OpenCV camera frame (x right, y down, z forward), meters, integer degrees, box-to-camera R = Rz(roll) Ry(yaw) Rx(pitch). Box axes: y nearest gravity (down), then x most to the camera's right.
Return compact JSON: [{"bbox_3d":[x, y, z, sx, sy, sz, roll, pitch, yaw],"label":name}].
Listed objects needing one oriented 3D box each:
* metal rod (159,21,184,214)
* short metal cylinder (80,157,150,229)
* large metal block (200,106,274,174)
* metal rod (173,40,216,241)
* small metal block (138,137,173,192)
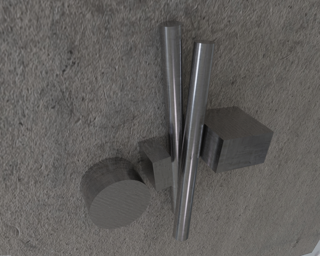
[{"bbox_3d":[0.021,0.009,0.424,0.025,0.025,0.298,-17,126,-19],"label":"metal rod"},{"bbox_3d":[-0.060,0.086,0.411,0.081,0.050,0.079,-14,124,-21],"label":"short metal cylinder"},{"bbox_3d":[0.093,0.013,0.430,0.081,0.080,0.050,-8,122,-25],"label":"large metal block"},{"bbox_3d":[0.042,0.035,0.419,0.025,0.025,0.298,-9,119,-24],"label":"metal rod"},{"bbox_3d":[-0.006,0.048,0.417,0.025,0.050,0.050,-19,126,-18],"label":"small metal block"}]
